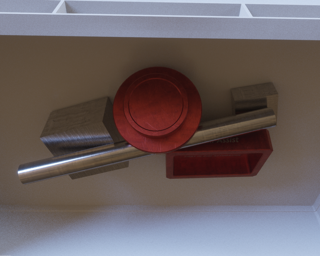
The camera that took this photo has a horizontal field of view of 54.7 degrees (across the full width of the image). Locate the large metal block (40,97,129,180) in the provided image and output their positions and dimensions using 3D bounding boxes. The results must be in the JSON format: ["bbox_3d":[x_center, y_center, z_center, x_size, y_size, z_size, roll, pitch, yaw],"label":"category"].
[{"bbox_3d":[-0.091,0.015,0.401,0.080,0.050,0.080,-14,129,11],"label":"large metal block"}]

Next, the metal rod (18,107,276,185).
[{"bbox_3d":[-0.015,0.021,0.366,0.302,0.025,0.025,-13,130,1],"label":"metal rod"}]

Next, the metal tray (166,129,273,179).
[{"bbox_3d":[0.073,0.037,0.418,0.131,0.030,0.090,-2,150,0],"label":"metal tray"}]

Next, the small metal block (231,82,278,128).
[{"bbox_3d":[0.118,-0.025,0.387,0.050,0.025,0.050,-9,130,7],"label":"small metal block"}]

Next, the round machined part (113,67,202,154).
[{"bbox_3d":[-0.003,-0.021,0.339,0.099,0.097,0.042,-4,171,2],"label":"round machined part"}]
